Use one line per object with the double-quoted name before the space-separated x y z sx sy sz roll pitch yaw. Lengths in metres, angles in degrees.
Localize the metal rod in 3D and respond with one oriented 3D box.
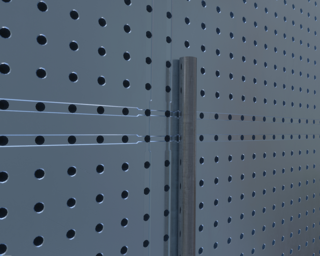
"metal rod" 0.039 0.050 0.440 0.025 0.025 0.298 1 90 -40
